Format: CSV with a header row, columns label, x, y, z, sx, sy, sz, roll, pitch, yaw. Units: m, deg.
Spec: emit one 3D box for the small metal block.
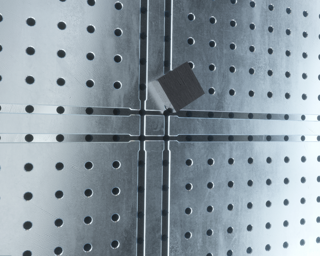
label,x,y,z,sx,sy,sz,roll,pitch,yaw
small metal block,0.025,-0.055,0.423,0.050,0.025,0.050,-34,101,-17
